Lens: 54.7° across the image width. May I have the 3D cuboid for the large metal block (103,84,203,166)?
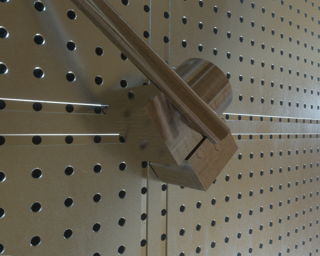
[{"bbox_3d":[-0.009,-0.005,0.369,0.050,0.080,0.080,-45,118,-31],"label":"large metal block"}]

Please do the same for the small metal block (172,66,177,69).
[{"bbox_3d":[0.017,-0.049,0.426,0.050,0.025,0.050,-49,120,-29],"label":"small metal block"}]

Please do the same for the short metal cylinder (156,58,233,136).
[{"bbox_3d":[0.040,-0.037,0.375,0.050,0.080,0.080,-44,117,-31],"label":"short metal cylinder"}]

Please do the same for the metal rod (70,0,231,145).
[{"bbox_3d":[-0.041,-0.096,0.308,0.300,0.025,0.025,45,61,-7],"label":"metal rod"}]

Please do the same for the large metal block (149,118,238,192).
[{"bbox_3d":[0.041,0.031,0.408,0.080,0.080,0.050,-45,118,-31],"label":"large metal block"}]
